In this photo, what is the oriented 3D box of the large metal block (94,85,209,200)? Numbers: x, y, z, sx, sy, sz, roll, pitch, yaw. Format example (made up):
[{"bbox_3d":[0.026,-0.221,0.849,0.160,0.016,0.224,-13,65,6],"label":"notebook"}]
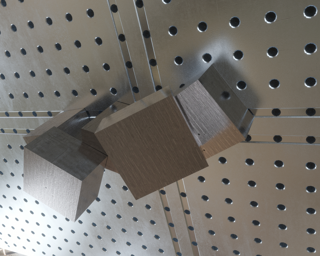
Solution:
[{"bbox_3d":[-0.007,0.014,0.317,0.080,0.050,0.080,-27,106,7],"label":"large metal block"}]

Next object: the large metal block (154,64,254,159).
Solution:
[{"bbox_3d":[0.048,-0.013,0.361,0.080,0.050,0.080,-34,100,38],"label":"large metal block"}]

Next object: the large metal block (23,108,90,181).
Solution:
[{"bbox_3d":[-0.139,0.026,0.462,0.050,0.080,0.080,-6,115,31],"label":"large metal block"}]

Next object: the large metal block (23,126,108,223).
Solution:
[{"bbox_3d":[-0.120,0.058,0.387,0.080,0.050,0.079,28,128,11],"label":"large metal block"}]

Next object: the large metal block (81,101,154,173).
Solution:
[{"bbox_3d":[-0.043,0.013,0.404,0.080,0.080,0.050,17,125,18],"label":"large metal block"}]
